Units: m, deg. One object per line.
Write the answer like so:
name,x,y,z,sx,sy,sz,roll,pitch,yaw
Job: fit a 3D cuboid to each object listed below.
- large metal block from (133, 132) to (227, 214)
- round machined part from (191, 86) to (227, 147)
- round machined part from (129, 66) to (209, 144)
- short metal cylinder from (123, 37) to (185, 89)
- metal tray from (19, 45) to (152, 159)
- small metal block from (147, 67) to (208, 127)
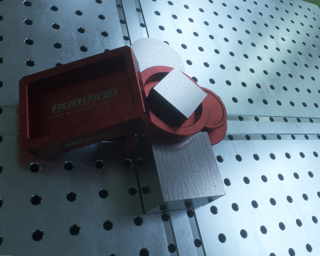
large metal block,0.021,0.051,0.368,0.081,0.050,0.080,1,62,-28
round machined part,0.054,-0.020,0.436,0.099,0.042,0.098,14,56,-21
round machined part,0.008,-0.024,0.379,0.099,0.042,0.098,14,56,-21
short metal cylinder,-0.013,-0.078,0.432,0.081,0.050,0.080,14,56,-21
metal tray,-0.082,-0.028,0.331,0.131,0.030,0.090,-16,65,5
small metal block,0.019,-0.036,0.361,0.050,0.025,0.050,41,51,0
